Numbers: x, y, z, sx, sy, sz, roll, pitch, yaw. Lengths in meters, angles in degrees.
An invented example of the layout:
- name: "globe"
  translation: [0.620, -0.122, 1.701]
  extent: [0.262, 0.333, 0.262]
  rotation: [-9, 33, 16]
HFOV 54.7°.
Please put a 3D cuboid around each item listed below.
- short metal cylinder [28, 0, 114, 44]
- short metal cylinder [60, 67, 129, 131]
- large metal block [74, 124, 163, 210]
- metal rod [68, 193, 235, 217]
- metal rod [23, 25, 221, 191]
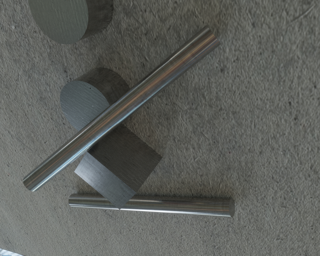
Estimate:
- name: "short metal cylinder"
  translation: [-0.101, -0.142, 0.356]
  extent: [0.080, 0.050, 0.079]
  rotation: [13, 124, 21]
- name: "short metal cylinder"
  translation: [-0.084, -0.035, 0.414]
  extent: [0.080, 0.050, 0.079]
  rotation: [13, 124, 21]
- name: "large metal block"
  translation: [-0.056, 0.051, 0.432]
  extent: [0.080, 0.080, 0.050]
  rotation: [40, 129, 1]
- name: "metal rod"
  translation: [-0.031, 0.121, 0.498]
  extent: [0.300, 0.025, 0.025]
  rotation: [-5, 116, 30]
- name: "metal rod"
  translation: [-0.058, -0.011, 0.367]
  extent: [0.300, 0.025, 0.025]
  rotation: [-37, 98, 18]
